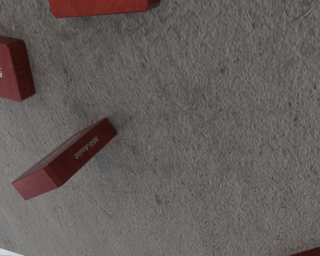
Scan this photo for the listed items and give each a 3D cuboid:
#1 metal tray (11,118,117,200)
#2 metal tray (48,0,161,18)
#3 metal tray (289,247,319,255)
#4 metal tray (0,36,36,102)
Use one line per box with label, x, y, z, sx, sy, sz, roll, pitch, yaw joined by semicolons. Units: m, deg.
metal tray;-0.129;0.040;0.431;0.090;0.131;0.030;-24;105;36
metal tray;-0.070;-0.171;0.334;0.130;0.030;0.089;6;121;25
metal tray;0.228;0.229;0.425;0.130;0.030;0.090;45;129;-4
metal tray;-0.262;-0.098;0.481;0.130;0.030;0.089;14;124;20
